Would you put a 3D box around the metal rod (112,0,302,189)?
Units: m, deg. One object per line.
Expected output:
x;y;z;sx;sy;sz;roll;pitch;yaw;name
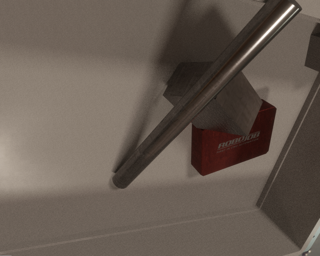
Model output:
0.024;-0.014;0.336;0.025;0.025;0.298;11;138;-33;metal rod

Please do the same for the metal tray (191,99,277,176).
0.113;0.014;0.478;0.131;0.030;0.089;-16;125;-20;metal tray

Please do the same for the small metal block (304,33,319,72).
0.250;-0.111;0.463;0.025;0.050;0.050;-18;126;-19;small metal block

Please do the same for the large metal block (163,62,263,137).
0.065;-0.036;0.379;0.080;0.080;0.050;40;70;-39;large metal block
